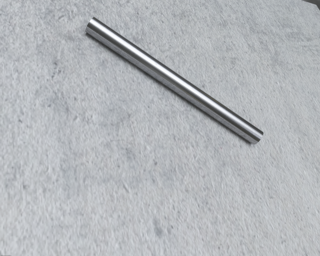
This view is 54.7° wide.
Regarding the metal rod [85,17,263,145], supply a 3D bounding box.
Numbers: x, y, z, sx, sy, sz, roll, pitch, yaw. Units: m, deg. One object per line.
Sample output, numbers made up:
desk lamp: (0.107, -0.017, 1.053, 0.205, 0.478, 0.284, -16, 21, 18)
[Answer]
metal rod: (0.026, -0.066, 0.459, 0.301, 0.025, 0.025, 33, 51, -7)
